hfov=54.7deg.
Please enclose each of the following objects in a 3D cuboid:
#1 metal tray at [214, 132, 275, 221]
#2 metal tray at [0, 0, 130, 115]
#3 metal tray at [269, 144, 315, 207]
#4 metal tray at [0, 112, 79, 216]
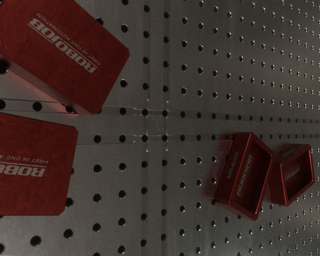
[{"bbox_3d":[0.150,0.083,0.534,0.090,0.030,0.130,36,68,-34],"label":"metal tray"},{"bbox_3d":[-0.103,-0.083,0.321,0.130,0.030,0.090,37,67,-34],"label":"metal tray"},{"bbox_3d":[0.273,0.093,0.638,0.131,0.030,0.089,-20,103,-39],"label":"metal tray"},{"bbox_3d":[-0.148,0.032,0.283,0.131,0.030,0.090,14,81,-39],"label":"metal tray"}]
